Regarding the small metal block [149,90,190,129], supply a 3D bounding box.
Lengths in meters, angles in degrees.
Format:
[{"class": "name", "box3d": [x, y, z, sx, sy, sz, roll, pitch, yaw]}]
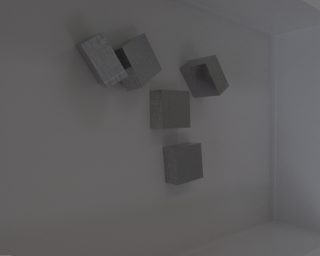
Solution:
[{"class": "small metal block", "box3d": [0.014, -0.025, 0.418, 0.050, 0.025, 0.050, -2, 92, -40]}]

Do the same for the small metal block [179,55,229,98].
[{"class": "small metal block", "box3d": [0.063, -0.072, 0.443, 0.025, 0.050, 0.050, -44, 117, -31]}]

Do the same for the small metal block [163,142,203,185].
[{"class": "small metal block", "box3d": [0.033, 0.049, 0.434, 0.050, 0.025, 0.050, -8, 95, -40]}]

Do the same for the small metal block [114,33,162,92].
[{"class": "small metal block", "box3d": [-0.029, -0.080, 0.374, 0.050, 0.025, 0.050, -50, 121, -45]}]

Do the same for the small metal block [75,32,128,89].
[{"class": "small metal block", "box3d": [-0.064, -0.073, 0.333, 0.025, 0.050, 0.050, -34, 113, -11]}]
